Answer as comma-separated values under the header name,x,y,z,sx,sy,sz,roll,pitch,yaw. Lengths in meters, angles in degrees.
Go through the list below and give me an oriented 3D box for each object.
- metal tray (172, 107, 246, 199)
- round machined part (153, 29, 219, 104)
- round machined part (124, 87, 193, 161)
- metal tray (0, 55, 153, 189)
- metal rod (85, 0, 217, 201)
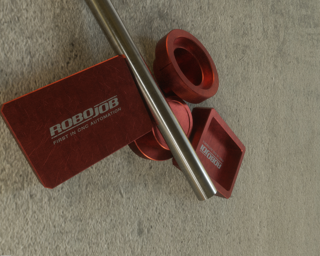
name,x,y,z,sx,sy,sz,roll,pitch,yaw
metal tray,0.077,0.039,0.453,0.130,0.030,0.090,42,64,-44
round machined part,0.030,-0.076,0.405,0.099,0.042,0.098,25,52,-36
round machined part,0.004,-0.006,0.399,0.099,0.042,0.097,0,90,-40
metal tray,-0.080,-0.010,0.321,0.131,0.030,0.090,-31,107,-27
metal rod,-0.017,-0.051,0.348,0.025,0.025,0.299,-34,98,-35
